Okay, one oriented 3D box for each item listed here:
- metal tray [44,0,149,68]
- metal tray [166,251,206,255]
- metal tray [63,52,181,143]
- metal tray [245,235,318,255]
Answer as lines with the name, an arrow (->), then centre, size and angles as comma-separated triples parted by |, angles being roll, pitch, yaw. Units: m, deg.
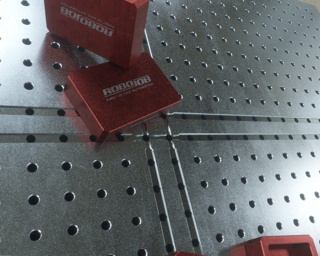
metal tray -> -0.083, -0.141, 0.386 | 0.130, 0.089, 0.030 | 27, 49, 11
metal tray -> 0.045, 0.199, 0.308 | 0.091, 0.030, 0.130 | 19, 54, -18
metal tray -> -0.046, -0.045, 0.409 | 0.131, 0.030, 0.090 | -26, 76, -37
metal tray -> 0.161, 0.199, 0.372 | 0.091, 0.030, 0.130 | 8, 58, -25
